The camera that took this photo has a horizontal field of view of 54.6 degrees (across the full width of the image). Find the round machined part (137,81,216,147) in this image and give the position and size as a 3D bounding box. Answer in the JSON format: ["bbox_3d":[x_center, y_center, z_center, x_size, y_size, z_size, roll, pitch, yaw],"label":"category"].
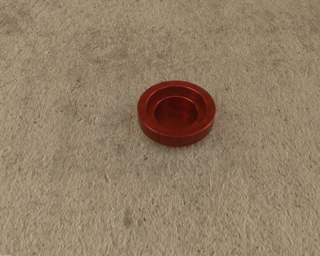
[{"bbox_3d":[0.021,-0.014,0.404,0.099,0.042,0.098,0,50,0],"label":"round machined part"}]
